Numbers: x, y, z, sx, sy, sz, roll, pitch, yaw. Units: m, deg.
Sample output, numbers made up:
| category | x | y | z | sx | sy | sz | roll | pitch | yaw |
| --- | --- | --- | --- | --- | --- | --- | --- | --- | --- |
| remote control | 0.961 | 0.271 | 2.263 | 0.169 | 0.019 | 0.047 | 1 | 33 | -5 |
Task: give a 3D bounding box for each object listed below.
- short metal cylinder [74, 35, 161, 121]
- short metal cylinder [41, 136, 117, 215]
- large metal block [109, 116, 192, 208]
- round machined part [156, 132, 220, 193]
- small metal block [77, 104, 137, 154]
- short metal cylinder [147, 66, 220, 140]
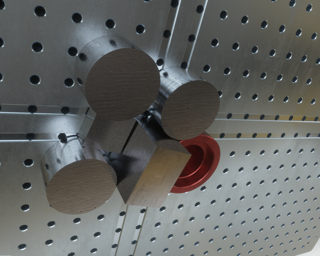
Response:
| category | x | y | z | sx | sy | sz | roll | pitch | yaw |
| --- | --- | --- | --- | --- | --- | --- | --- | --- | --- |
| short metal cylinder | -0.047 | -0.054 | 0.336 | 0.081 | 0.050 | 0.079 | -14 | 124 | -21 |
| short metal cylinder | -0.099 | 0.057 | 0.376 | 0.081 | 0.050 | 0.079 | -14 | 124 | -21 |
| large metal block | -0.018 | 0.040 | 0.386 | 0.050 | 0.080 | 0.080 | 17 | 110 | -35 |
| round machined part | 0.034 | 0.042 | 0.444 | 0.099 | 0.042 | 0.097 | -14 | 124 | -21 |
| small metal block | -0.064 | 0.000 | 0.375 | 0.050 | 0.025 | 0.050 | 16 | 110 | -35 |
| short metal cylinder | 0.027 | -0.032 | 0.390 | 0.081 | 0.050 | 0.079 | -14 | 124 | -21 |
